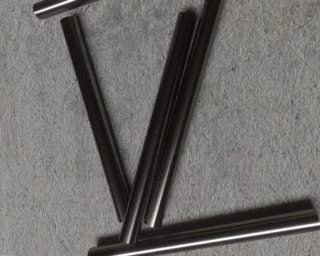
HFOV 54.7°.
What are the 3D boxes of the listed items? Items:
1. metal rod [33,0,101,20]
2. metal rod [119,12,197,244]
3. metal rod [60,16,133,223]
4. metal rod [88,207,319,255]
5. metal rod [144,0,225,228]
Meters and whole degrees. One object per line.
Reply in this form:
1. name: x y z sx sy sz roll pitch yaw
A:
1. metal rod: -0.045 -0.202 0.424 0.301 0.025 0.025 -10 87 19
2. metal rod: -0.003 0.001 0.399 0.025 0.025 0.298 15 91 19
3. metal rod: -0.090 -0.016 0.440 0.025 0.025 0.299 -20 84 19
4. metal rod: 0.040 0.142 0.394 0.300 0.025 0.025 -17 85 19
5. metal rod: 0.029 -0.017 0.398 0.025 0.025 0.298 17 96 19
